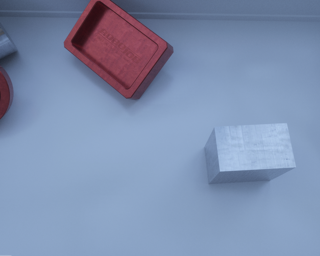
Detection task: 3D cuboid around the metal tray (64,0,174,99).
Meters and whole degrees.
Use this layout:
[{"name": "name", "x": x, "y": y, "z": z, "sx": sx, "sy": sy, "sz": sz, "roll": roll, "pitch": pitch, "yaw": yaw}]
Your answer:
[{"name": "metal tray", "x": -0.059, "y": -0.111, "z": 0.426, "sx": 0.130, "sy": 0.030, "sz": 0.090, "roll": 40, "pitch": 102, "yaw": 13}]

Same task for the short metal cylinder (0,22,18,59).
[{"name": "short metal cylinder", "x": -0.243, "y": -0.131, "z": 0.425, "sx": 0.050, "sy": 0.080, "sz": 0.080, "roll": -33, "pitch": 74, "yaw": -11}]

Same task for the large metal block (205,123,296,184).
[{"name": "large metal block", "x": 0.101, "y": 0.033, "z": 0.370, "sx": 0.081, "sy": 0.080, "sz": 0.050, "roll": -3, "pitch": 70, "yaw": -2}]

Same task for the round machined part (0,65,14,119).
[{"name": "round machined part", "x": -0.242, "y": -0.049, "z": 0.399, "sx": 0.099, "sy": 0.042, "sz": 0.097, "roll": -4, "pitch": 108, "yaw": -12}]
